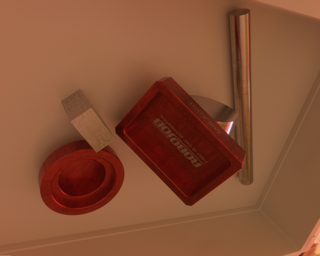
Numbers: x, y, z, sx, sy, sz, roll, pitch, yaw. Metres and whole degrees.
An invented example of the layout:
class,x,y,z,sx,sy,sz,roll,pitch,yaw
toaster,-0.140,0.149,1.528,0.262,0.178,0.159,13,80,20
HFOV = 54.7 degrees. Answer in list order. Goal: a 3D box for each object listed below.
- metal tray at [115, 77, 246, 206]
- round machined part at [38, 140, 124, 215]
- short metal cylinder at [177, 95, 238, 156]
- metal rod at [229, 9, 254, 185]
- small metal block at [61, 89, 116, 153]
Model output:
class,x,y,z,sx,sy,sz,roll,pitch,yaw
metal tray,0.022,0.017,0.359,0.130,0.030,0.090,46,119,2
round machined part,-0.097,0.056,0.380,0.099,0.042,0.097,-14,125,-21
short metal cylinder,0.054,-0.004,0.402,0.081,0.080,0.050,0,119,-29
metal rod,0.125,-0.024,0.464,0.025,0.025,0.298,-24,128,-14
small metal block,-0.080,-0.008,0.344,0.025,0.050,0.050,-35,129,-6
